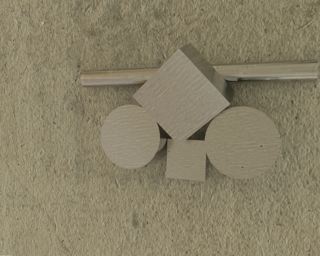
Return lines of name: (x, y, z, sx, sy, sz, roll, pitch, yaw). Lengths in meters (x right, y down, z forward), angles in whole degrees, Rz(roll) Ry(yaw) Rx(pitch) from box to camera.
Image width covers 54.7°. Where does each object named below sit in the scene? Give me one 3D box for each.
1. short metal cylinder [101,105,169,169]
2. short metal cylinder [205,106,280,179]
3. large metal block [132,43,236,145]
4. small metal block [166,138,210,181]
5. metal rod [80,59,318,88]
short metal cylinder: (-0.029, 0.011, 0.406, 0.080, 0.050, 0.079, 0, 90, 20)
short metal cylinder: (0.097, 0.016, 0.362, 0.080, 0.050, 0.079, 0, 90, 20)
large metal block: (0.029, -0.040, 0.368, 0.080, 0.050, 0.080, 47, 119, -3)
small metal block: (0.037, 0.039, 0.398, 0.050, 0.025, 0.050, 2, 91, 20)
metal rod: (0.034, -0.068, 0.398, 0.301, 0.025, 0.025, 1, 91, 19)
